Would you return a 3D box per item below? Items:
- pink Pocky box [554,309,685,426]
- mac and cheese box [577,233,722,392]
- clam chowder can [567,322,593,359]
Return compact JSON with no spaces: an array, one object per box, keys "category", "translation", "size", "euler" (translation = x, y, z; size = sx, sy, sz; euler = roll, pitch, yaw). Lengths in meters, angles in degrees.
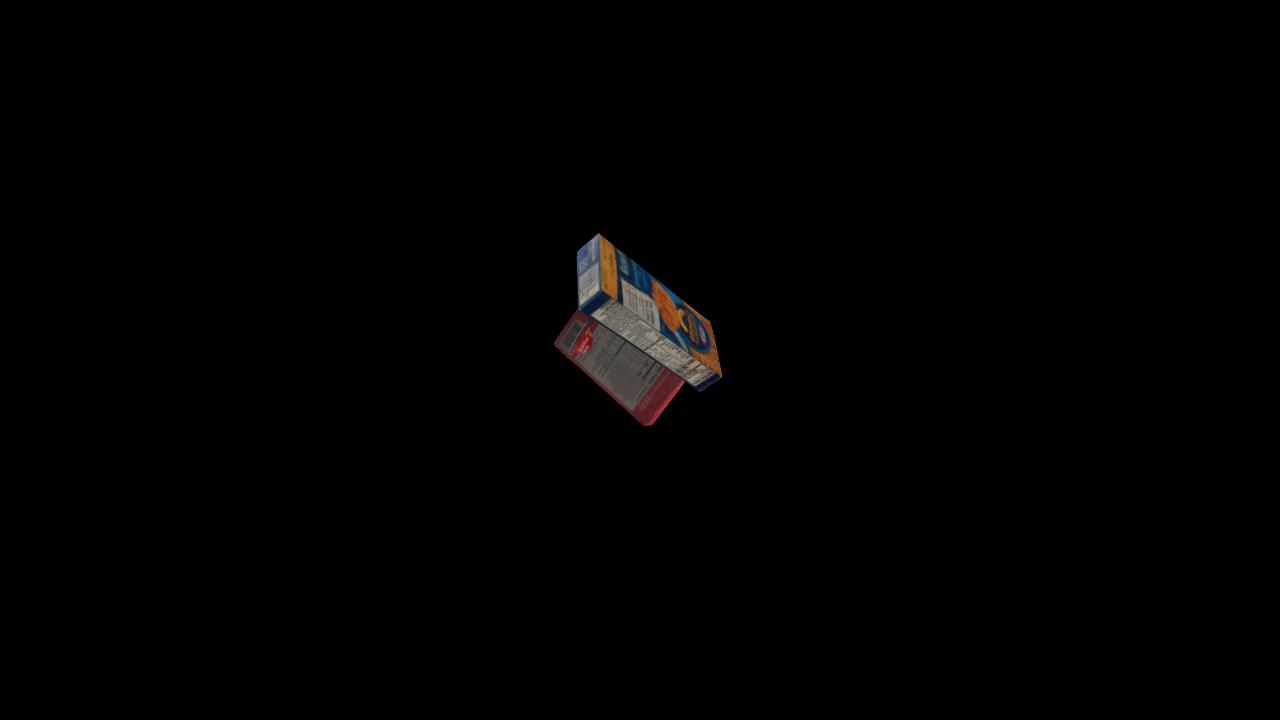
[{"category":"pink Pocky box","translation":[-0.021,-0.004,0.714],"size":[0.155,0.084,0.029],"euler":[41,14,19]},{"category":"mac and cheese box","translation":[0.012,-0.047,0.657],"size":[0.041,0.093,0.184],"euler":[-36,-50,27]},{"category":"clam chowder can","translation":[-0.028,-0.004,0.746],"size":[0.102,0.068,0.068],"euler":[32,1,1]}]
